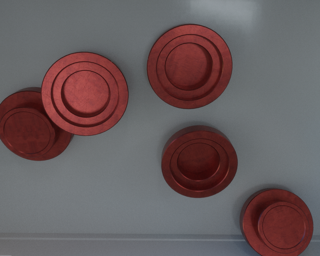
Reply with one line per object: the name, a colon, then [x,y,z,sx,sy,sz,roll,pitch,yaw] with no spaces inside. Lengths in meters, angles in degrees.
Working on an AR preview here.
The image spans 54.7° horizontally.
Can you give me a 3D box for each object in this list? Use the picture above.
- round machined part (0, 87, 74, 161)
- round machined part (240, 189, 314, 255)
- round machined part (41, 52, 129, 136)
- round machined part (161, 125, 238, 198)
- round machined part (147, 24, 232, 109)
round machined part: [-0.164,-0.001,0.400,0.099,0.042,0.097,0,110,0]
round machined part: [0.165,0.134,0.432,0.099,0.042,0.097,0,82,1]
round machined part: [-0.090,-0.042,0.377,0.099,0.042,0.097,-3,102,-13]
round machined part: [0.051,0.042,0.418,0.099,0.042,0.097,0,110,0]
round machined part: [0.034,-0.075,0.375,0.099,0.042,0.097,0,110,0]
